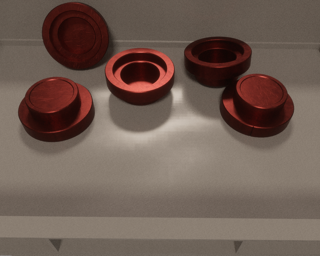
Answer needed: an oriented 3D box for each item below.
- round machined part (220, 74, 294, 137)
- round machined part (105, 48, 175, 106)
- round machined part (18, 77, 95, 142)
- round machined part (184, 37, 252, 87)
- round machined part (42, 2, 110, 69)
[{"bbox_3d":[0.135,-0.038,0.427,0.099,0.042,0.098,0,50,0],"label":"round machined part"},{"bbox_3d":[-0.029,-0.071,0.453,0.099,0.042,0.098,0,50,0],"label":"round machined part"},{"bbox_3d":[-0.141,-0.032,0.419,0.099,0.042,0.098,0,50,0],"label":"round machined part"},{"bbox_3d":[0.087,-0.099,0.470,0.099,0.042,0.098,-3,40,3],"label":"round machined part"},{"bbox_3d":[-0.129,-0.145,0.485,0.099,0.097,0.042,-3,25,-3],"label":"round machined part"}]
